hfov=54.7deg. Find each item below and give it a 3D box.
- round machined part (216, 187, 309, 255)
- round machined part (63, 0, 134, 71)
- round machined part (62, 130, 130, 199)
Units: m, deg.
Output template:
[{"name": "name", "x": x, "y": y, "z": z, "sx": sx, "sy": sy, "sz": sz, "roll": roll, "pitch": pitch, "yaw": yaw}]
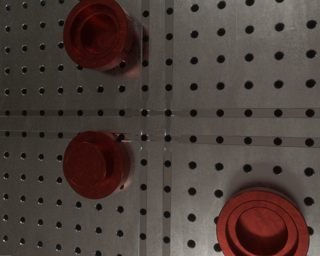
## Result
[{"name": "round machined part", "x": 0.118, "y": 0.118, "z": 0.362, "sx": 0.098, "sy": 0.042, "sz": 0.097, "roll": 0, "pitch": 90, "yaw": 19}, {"name": "round machined part", "x": -0.081, "y": -0.128, "z": 0.431, "sx": 0.098, "sy": 0.042, "sz": 0.097, "roll": 0, "pitch": 90, "yaw": 19}, {"name": "round machined part", "x": -0.096, "y": 0.052, "z": 0.436, "sx": 0.098, "sy": 0.042, "sz": 0.097, "roll": 0, "pitch": 90, "yaw": 19}]
